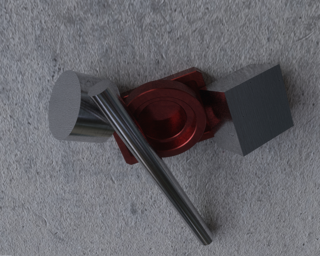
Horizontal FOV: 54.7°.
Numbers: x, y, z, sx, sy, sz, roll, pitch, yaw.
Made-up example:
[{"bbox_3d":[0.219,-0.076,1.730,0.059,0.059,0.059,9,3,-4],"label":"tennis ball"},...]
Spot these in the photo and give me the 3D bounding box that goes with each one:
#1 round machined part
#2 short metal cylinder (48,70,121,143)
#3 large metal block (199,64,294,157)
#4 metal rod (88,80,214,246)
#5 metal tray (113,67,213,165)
[{"bbox_3d":[0.003,-0.014,0.371,0.099,0.042,0.097,-3,126,-4],"label":"round machined part"},{"bbox_3d":[-0.090,-0.023,0.365,0.050,0.080,0.079,8,115,-42],"label":"short metal cylinder"},{"bbox_3d":[0.104,-0.024,0.372,0.081,0.050,0.080,-28,110,-18],"label":"large metal block"},{"bbox_3d":[0.005,0.065,0.388,0.025,0.025,0.299,-26,126,9],"label":"metal rod"},{"bbox_3d":[0.002,-0.015,0.403,0.131,0.030,0.090,-19,109,6],"label":"metal tray"}]
